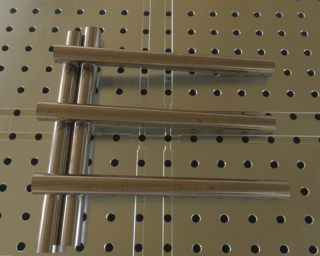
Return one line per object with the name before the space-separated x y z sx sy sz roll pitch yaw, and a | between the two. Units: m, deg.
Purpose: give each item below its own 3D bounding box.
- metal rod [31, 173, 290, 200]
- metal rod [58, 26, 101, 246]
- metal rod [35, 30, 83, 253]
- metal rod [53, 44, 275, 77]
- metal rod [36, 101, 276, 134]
metal rod | 0.006 0.071 0.371 0.302 0.025 0.025 3 70 -6
metal rod | -0.103 -0.004 0.411 0.025 0.025 0.299 1 70 0
metal rod | -0.128 0.003 0.408 0.025 0.025 0.299 1 70 0
metal rod | 0.010 -0.093 0.430 0.302 0.025 0.025 3 70 -6
metal rod | 0.000 -0.013 0.400 0.302 0.025 0.025 3 70 -6
